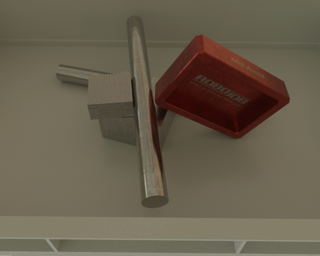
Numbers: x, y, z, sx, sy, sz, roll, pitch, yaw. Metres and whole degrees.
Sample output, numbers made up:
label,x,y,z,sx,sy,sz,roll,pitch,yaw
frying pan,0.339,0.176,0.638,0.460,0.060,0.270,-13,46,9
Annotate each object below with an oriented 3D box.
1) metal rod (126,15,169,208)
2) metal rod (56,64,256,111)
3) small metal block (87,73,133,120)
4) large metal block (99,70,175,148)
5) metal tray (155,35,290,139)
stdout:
label,x,y,z,sx,sy,sz,roll,pitch,yaw
metal rod,-0.022,-0.047,0.377,0.025,0.025,0.300,-5,50,-5
metal rod,-0.006,-0.056,0.451,0.301,0.025,0.025,11,51,9
small metal block,-0.058,-0.039,0.370,0.050,0.025,0.050,-5,50,-5
large metal block,-0.025,-0.024,0.407,0.080,0.050,0.080,14,51,11
metal tray,0.071,-0.041,0.362,0.131,0.090,0.030,22,47,-24
